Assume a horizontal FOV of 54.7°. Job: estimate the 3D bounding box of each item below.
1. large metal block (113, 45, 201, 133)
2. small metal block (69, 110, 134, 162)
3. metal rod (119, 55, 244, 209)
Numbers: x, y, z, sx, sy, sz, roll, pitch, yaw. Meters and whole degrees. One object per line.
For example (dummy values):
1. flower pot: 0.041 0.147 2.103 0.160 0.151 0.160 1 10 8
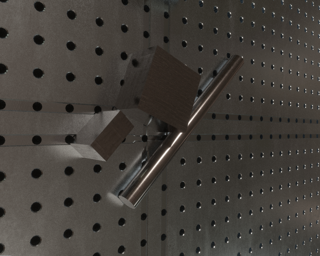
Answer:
1. large metal block: -0.001 -0.045 0.394 0.080 0.050 0.080 26 74 -37
2. small metal block: -0.064 0.008 0.340 0.025 0.050 0.050 52 59 -28
3. metal rod: 0.045 -0.011 0.448 0.301 0.025 0.025 -50 120 -28
